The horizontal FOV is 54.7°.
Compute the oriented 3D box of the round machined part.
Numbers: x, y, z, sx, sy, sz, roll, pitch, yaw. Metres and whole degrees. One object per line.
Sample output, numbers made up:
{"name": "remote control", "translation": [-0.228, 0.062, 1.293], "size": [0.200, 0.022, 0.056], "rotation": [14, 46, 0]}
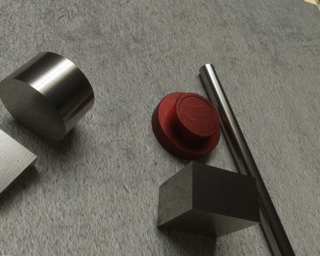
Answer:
{"name": "round machined part", "translation": [0.042, -0.009, 0.423], "size": [0.099, 0.042, 0.098], "rotation": [14, 56, -21]}

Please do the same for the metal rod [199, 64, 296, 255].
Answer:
{"name": "metal rod", "translation": [0.118, 0.034, 0.448], "size": [0.025, 0.025, 0.299], "rotation": [-4, 64, -30]}

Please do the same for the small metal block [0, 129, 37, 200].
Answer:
{"name": "small metal block", "translation": [-0.158, 0.035, 0.298], "size": [0.050, 0.025, 0.050], "rotation": [38, 51, -3]}

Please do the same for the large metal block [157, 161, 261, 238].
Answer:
{"name": "large metal block", "translation": [0.051, 0.084, 0.347], "size": [0.081, 0.080, 0.050], "rotation": [17, 55, -19]}

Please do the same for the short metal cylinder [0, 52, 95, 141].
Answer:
{"name": "short metal cylinder", "translation": [-0.117, -0.032, 0.326], "size": [0.080, 0.080, 0.050], "rotation": [37, 51, -4]}
